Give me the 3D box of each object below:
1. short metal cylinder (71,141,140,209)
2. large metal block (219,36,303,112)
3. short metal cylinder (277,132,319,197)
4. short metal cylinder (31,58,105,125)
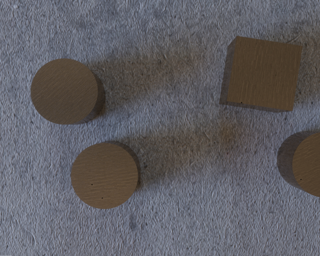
[{"bbox_3d":[-0.067,0.057,0.397,0.081,0.050,0.079,0,90,0],"label":"short metal cylinder"},{"bbox_3d":[0.126,-0.066,0.398,0.080,0.050,0.080,9,90,0],"label":"large metal block"},{"bbox_3d":[0.200,0.044,0.399,0.081,0.050,0.079,0,90,0],"label":"short metal cylinder"},{"bbox_3d":[-0.115,-0.044,0.396,0.081,0.050,0.079,0,90,0],"label":"short metal cylinder"}]
